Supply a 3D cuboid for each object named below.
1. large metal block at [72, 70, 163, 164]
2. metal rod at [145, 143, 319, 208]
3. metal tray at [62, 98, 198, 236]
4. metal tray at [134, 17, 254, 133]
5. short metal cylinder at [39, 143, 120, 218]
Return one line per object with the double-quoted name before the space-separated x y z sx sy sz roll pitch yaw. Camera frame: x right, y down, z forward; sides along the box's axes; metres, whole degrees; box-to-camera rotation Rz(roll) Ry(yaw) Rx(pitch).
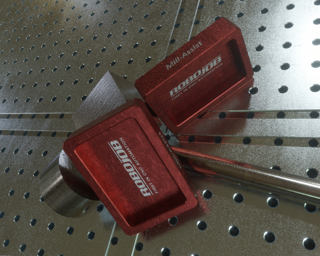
"large metal block" -0.056 -0.010 0.382 0.080 0.050 0.080 -47 50 19
"metal rod" 0.113 0.054 0.315 0.300 0.025 0.025 12 68 33
"metal tray" -0.028 0.044 0.332 0.090 0.130 0.030 -28 17 10
"metal tray" 0.045 -0.060 0.379 0.130 0.090 0.030 -36 51 4
"short metal cylinder" -0.097 0.062 0.377 0.050 0.080 0.080 -41 46 33
